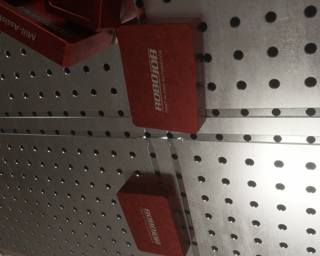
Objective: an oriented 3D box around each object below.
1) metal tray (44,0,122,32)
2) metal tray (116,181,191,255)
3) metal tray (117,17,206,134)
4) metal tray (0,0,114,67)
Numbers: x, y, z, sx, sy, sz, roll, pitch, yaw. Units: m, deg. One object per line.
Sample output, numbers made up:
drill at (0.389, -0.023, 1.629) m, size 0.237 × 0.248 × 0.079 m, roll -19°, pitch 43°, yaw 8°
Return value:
metal tray at (-0.078, -0.176, 0.318) m, size 0.090 × 0.030 × 0.129 m, roll 28°, pitch 123°, yaw 26°
metal tray at (-0.009, 0.149, 0.504) m, size 0.090 × 0.030 × 0.129 m, roll -2°, pitch 118°, yaw 28°
metal tray at (0.004, -0.060, 0.367) m, size 0.090 × 0.030 × 0.129 m, roll 7°, pitch 122°, yaw 24°
metal tray at (-0.130, -0.126, 0.357) m, size 0.130 × 0.090 × 0.030 m, roll 31°, pitch 128°, yaw 8°
